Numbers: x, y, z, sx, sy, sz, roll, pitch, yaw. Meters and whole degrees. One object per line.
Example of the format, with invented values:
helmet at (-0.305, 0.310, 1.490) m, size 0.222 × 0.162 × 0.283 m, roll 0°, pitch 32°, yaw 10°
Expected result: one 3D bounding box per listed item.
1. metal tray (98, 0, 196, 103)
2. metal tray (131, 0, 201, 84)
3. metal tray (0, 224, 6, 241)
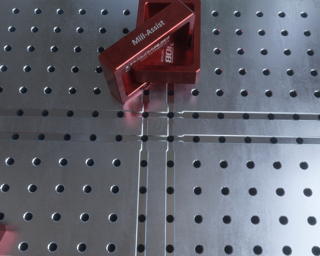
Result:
metal tray at (-0.014, -0.099, 0.413) m, size 0.130 × 0.090 × 0.030 m, roll -39°, pitch 75°, yaw -13°
metal tray at (0.011, -0.127, 0.442) m, size 0.090 × 0.030 × 0.130 m, roll 2°, pitch 66°, yaw 3°
metal tray at (-0.252, 0.157, 0.350) m, size 0.090 × 0.030 × 0.130 m, roll 21°, pitch 71°, yaw 7°
